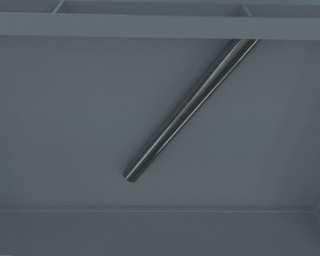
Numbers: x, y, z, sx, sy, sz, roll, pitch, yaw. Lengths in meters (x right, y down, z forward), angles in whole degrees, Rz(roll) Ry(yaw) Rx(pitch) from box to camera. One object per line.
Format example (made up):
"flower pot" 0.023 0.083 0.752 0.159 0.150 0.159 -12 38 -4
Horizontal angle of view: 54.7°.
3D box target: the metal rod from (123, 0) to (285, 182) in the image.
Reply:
"metal rod" 0.035 -0.025 0.388 0.025 0.025 0.298 25 125 -21
